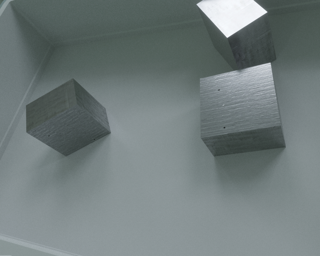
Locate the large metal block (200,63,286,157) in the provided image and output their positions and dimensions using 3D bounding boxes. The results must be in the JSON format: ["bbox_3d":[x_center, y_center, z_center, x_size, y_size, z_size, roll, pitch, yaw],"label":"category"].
[{"bbox_3d":[0.092,-0.019,0.352,0.080,0.050,0.080,-10,57,22],"label":"large metal block"}]

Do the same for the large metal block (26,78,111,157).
[{"bbox_3d":[-0.130,-0.012,0.444,0.080,0.080,0.050,-28,53,10],"label":"large metal block"}]

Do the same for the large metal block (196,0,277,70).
[{"bbox_3d":[0.098,-0.122,0.393,0.050,0.080,0.080,-32,52,7],"label":"large metal block"}]
